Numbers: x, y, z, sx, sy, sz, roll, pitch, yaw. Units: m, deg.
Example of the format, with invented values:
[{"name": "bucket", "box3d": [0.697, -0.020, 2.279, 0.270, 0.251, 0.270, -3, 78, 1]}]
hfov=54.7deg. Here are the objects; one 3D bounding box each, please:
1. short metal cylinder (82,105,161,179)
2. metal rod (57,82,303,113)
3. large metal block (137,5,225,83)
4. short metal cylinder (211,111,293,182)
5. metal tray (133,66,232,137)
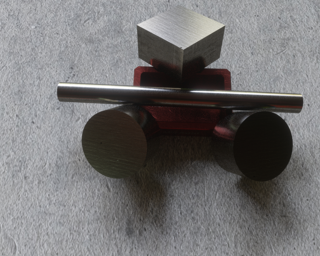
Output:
[{"name": "short metal cylinder", "box3d": [-0.045, 0.014, 0.371, 0.080, 0.050, 0.079, 3, 102, 17]}, {"name": "metal rod", "box3d": [0.024, -0.038, 0.392, 0.302, 0.025, 0.025, 3, 70, 1]}, {"name": "large metal block", "box3d": [0.027, -0.115, 0.415, 0.080, 0.050, 0.080, 36, 56, 28]}, {"name": "short metal cylinder", "box3d": [0.109, 0.020, 0.372, 0.081, 0.050, 0.079, -1, 93, -19]}, {"name": "metal tray", "box3d": [0.029, -0.036, 0.420, 0.131, 0.030, 0.090, 2, 70, 0]}]
